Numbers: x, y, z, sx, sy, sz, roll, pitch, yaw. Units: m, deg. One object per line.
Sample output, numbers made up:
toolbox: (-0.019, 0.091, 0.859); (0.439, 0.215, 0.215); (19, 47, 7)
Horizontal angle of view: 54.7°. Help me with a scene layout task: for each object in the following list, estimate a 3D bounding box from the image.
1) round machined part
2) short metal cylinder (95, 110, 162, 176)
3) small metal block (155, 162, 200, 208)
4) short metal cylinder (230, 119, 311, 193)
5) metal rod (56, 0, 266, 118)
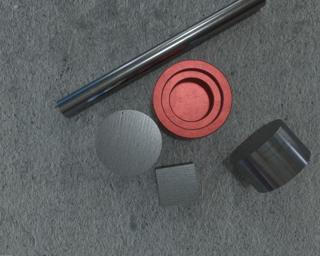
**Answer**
round machined part: (0.040, -0.036, 0.402); (0.099, 0.042, 0.097); (0, 90, 0)
short metal cylinder: (-0.038, 0.018, 0.397); (0.081, 0.050, 0.079); (0, 90, 0)
small metal block: (0.023, 0.074, 0.410); (0.050, 0.025, 0.050); (-9, 90, 0)
short metal cylinder: (0.135, 0.034, 0.383); (0.080, 0.080, 0.050); (-42, 90, 0)
metal rod: (0.002, -0.099, 0.409); (0.301, 0.025, 0.025); (-30, 90, 0)
